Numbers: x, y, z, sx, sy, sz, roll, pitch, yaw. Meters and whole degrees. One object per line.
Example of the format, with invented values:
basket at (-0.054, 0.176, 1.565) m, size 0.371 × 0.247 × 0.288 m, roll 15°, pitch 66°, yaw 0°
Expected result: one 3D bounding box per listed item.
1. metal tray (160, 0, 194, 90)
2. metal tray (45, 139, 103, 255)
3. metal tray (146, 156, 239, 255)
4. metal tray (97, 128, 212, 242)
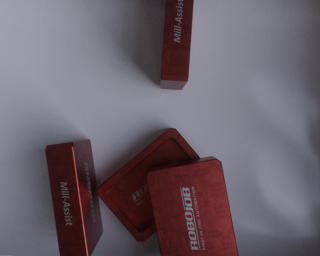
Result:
metal tray at (0.020, -0.116, 0.379) m, size 0.030 × 0.090 × 0.129 m, roll 4°, pitch 90°, yaw 0°
metal tray at (-0.101, 0.081, 0.377) m, size 0.030 × 0.090 × 0.129 m, roll -8°, pitch 90°, yaw 0°
metal tray at (0.039, 0.106, 0.379) m, size 0.091 × 0.030 × 0.129 m, roll -10°, pitch 91°, yaw -1°
metal tray at (-0.004, 0.073, 0.408) m, size 0.130 × 0.030 × 0.090 m, roll -40°, pitch 91°, yaw -1°
